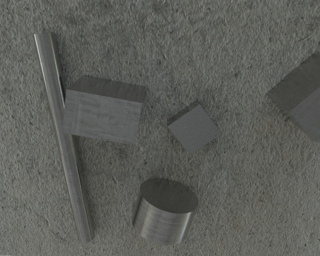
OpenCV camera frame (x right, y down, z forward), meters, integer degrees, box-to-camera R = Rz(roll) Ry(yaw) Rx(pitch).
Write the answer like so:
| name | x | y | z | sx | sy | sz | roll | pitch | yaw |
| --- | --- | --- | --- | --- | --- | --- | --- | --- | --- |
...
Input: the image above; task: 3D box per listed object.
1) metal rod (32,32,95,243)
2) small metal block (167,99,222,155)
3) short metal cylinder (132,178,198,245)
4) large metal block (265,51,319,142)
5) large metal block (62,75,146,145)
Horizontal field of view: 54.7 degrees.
| name | x | y | z | sx | sy | sz | roll | pitch | yaw |
| --- | --- | --- | --- | --- | --- | --- | --- | --- | --- |
| metal rod | -0.124 | 0.027 | 0.418 | 0.025 | 0.025 | 0.298 | -5 | 110 | 2 |
| small metal block | 0.045 | -0.001 | 0.410 | 0.050 | 0.025 | 0.050 | -35 | 107 | 12 |
| short metal cylinder | 0.006 | 0.111 | 0.422 | 0.080 | 0.080 | 0.050 | 14 | 110 | -5 |
| large metal block | 0.185 | -0.041 | 0.367 | 0.080 | 0.080 | 0.050 | -42 | 105 | 14 |
| large metal block | -0.063 | -0.024 | 0.371 | 0.081 | 0.080 | 0.050 | 10 | 110 | -4 |
